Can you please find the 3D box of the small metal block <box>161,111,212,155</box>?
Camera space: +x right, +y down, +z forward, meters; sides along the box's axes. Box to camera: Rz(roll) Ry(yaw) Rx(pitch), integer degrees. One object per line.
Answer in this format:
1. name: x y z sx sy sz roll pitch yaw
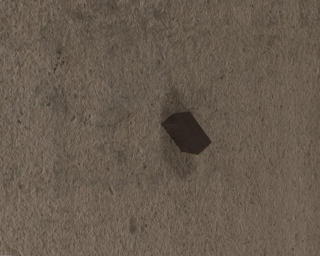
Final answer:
1. small metal block: 0.034 0.006 0.409 0.025 0.050 0.050 -41 103 -16
